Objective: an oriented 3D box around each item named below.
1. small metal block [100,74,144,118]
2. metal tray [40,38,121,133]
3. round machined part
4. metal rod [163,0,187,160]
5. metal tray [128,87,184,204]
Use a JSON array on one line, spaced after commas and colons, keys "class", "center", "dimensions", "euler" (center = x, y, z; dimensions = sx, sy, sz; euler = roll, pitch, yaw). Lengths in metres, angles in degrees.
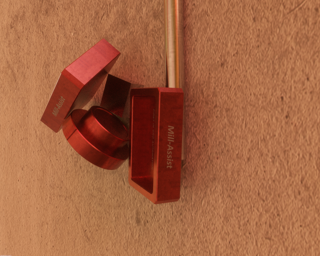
[{"class": "small metal block", "center": [-0.056, -0.047, 0.449], "dimensions": [0.050, 0.025, 0.050], "euler": [27, 107, 36]}, {"class": "metal tray", "center": [-0.113, -0.056, 0.432], "dimensions": [0.030, 0.090, 0.129], "euler": [41, 139, -7]}, {"class": "round machined part", "center": [-0.079, 0.007, 0.422], "dimensions": [0.042, 0.098, 0.098], "euler": [-47, 62, 14]}, {"class": "metal rod", "center": [0.018, -0.110, 0.388], "dimensions": [0.025, 0.025, 0.298], "euler": [-2, 89, 39]}, {"class": "metal tray", "center": [-0.008, 0.016, 0.379], "dimensions": [0.090, 0.030, 0.129], "euler": [13, 102, 63]}]
